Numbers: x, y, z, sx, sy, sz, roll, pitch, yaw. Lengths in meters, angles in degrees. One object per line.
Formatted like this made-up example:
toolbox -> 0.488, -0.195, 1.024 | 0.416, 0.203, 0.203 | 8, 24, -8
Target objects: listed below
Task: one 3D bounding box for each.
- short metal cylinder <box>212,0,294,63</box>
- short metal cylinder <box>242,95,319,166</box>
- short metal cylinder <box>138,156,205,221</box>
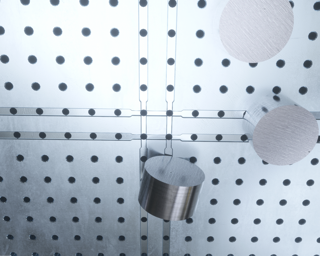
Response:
short metal cylinder -> 0.104, -0.119, 0.357 | 0.081, 0.050, 0.079 | 0, 110, 0
short metal cylinder -> 0.154, 0.002, 0.402 | 0.081, 0.050, 0.079 | 0, 110, 0
short metal cylinder -> 0.015, 0.078, 0.413 | 0.081, 0.080, 0.050 | 10, 110, -4
